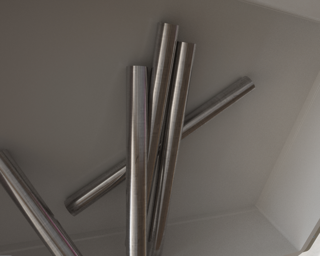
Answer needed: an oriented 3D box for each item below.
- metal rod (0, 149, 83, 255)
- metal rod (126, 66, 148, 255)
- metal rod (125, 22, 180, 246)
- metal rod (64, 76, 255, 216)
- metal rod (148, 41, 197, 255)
[{"bbox_3d":[-0.097,0.155,0.350,0.025,0.025,0.299,-33,96,-7],"label":"metal rod"},{"bbox_3d":[-0.028,0.079,0.365,0.025,0.025,0.298,-2,95,-28],"label":"metal rod"},{"bbox_3d":[-0.014,0.024,0.390,0.025,0.025,0.298,-1,110,-29],"label":"metal rod"},{"bbox_3d":[0.004,0.021,0.425,0.301,0.025,0.025,-35,129,-6],"label":"metal rod"},{"bbox_3d":[0.011,0.041,0.405,0.025,0.025,0.298,-2,110,-28],"label":"metal rod"}]
